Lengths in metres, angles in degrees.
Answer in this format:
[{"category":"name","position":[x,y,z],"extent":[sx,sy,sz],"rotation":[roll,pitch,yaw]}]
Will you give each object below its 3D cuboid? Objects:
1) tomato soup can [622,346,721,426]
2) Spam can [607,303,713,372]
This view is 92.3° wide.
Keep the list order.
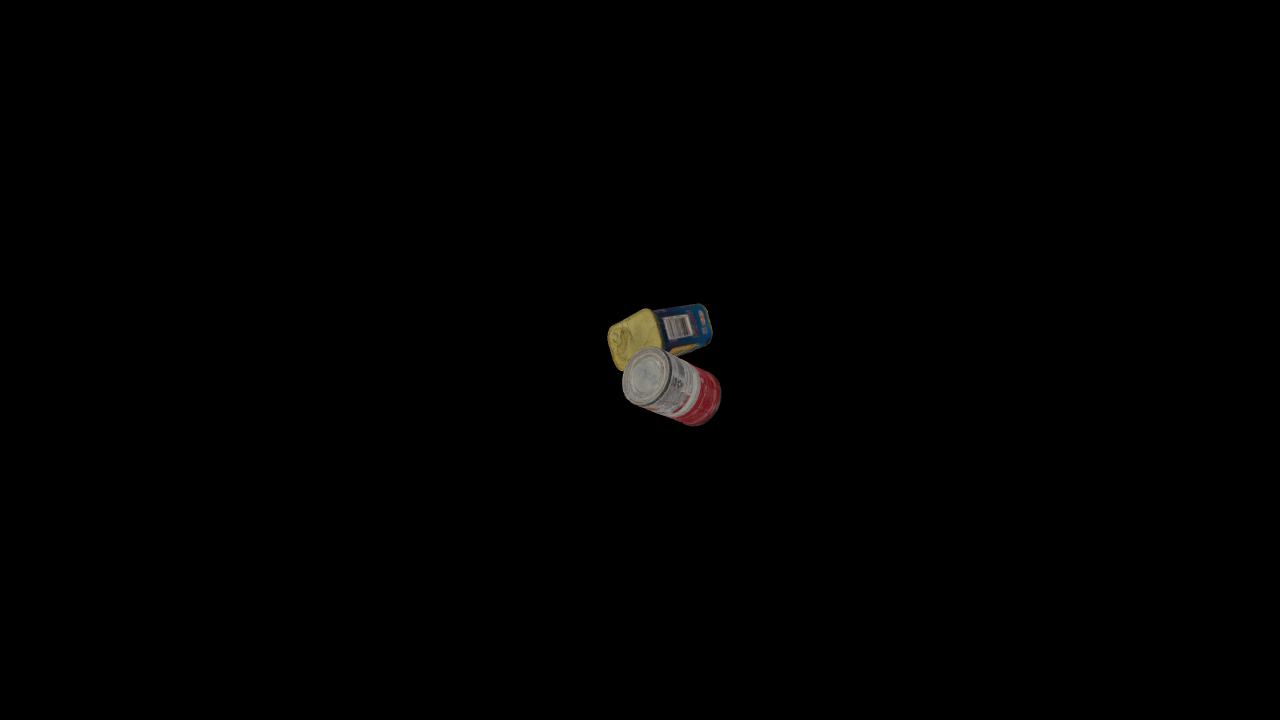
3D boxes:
[{"category":"tomato soup can","position":[0.035,0.031,0.682],"extent":[0.068,0.068,0.101],"rotation":[0,-16,40]},{"category":"Spam can","position":[0.024,-0.028,0.736],"extent":[0.085,0.058,0.101],"rotation":[-11,-7,-36]}]
